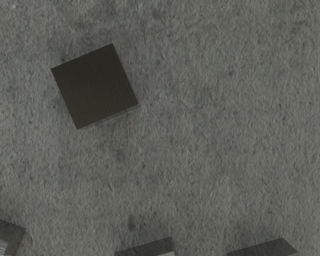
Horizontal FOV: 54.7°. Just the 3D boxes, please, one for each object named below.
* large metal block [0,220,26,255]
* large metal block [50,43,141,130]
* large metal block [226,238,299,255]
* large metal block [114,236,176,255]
[{"bbox_3d":[-0.233,0.160,0.395,0.080,0.050,0.080,21,90,-1],"label":"large metal block"},{"bbox_3d":[-0.079,-0.050,0.396,0.080,0.050,0.080,-23,90,-1],"label":"large metal block"},{"bbox_3d":[0.140,0.200,0.400,0.080,0.050,0.080,-15,90,-1],"label":"large metal block"},{"bbox_3d":[-0.012,0.197,0.398,0.080,0.050,0.080,-16,90,-1],"label":"large metal block"}]
